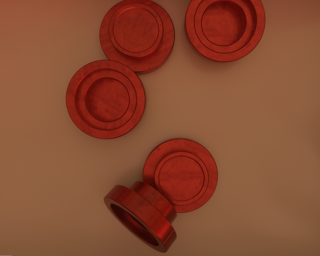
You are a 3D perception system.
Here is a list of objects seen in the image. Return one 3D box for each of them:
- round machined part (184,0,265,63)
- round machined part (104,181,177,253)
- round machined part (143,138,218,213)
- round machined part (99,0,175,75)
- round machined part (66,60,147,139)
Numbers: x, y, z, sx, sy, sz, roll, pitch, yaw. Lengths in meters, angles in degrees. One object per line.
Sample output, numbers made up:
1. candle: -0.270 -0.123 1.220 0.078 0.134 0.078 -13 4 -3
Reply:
1. round machined part: 0.080 -0.133 0.399 0.099 0.042 0.097 0 98 0
2. round machined part: -0.018 0.103 0.381 0.098 0.098 0.042 43 63 0
3. round machined part: 0.027 0.062 0.403 0.099 0.042 0.097 0 90 0
4. round machined part: -0.030 -0.121 0.402 0.099 0.042 0.097 0 90 0
5. round machined part: -0.066 -0.036 0.400 0.099 0.042 0.097 0 94 1
